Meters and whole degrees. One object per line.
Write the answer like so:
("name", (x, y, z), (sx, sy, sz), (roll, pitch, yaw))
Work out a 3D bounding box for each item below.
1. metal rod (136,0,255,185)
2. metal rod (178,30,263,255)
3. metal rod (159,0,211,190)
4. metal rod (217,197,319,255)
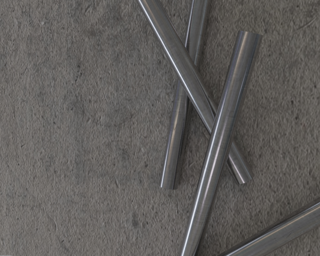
("metal rod", (0.031, -0.069, 0.370), (0.025, 0.025, 0.299), (-28, 91, 18))
("metal rod", (0.062, 0.044, 0.356), (0.025, 0.025, 0.298), (18, 108, 19))
("metal rod", (0.036, -0.070, 0.396), (0.025, 0.025, 0.298), (11, 94, 19))
("metal rod", (0.139, 0.116, 0.348), (0.300, 0.025, 0.025), (-35, 79, 12))
